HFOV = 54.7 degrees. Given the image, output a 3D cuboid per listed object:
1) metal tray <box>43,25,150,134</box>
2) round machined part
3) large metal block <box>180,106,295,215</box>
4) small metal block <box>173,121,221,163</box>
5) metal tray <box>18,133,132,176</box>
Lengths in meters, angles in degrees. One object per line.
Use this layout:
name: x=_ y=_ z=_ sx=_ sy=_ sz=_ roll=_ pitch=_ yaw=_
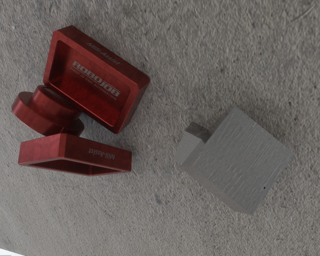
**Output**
metal tray: x=-0.088 y=-0.062 z=0.411 sx=0.130 sy=0.030 sz=0.089 roll=34 pitch=129 yaw=5
round machined part: x=-0.148 y=-0.025 z=0.432 sx=0.098 sy=0.098 sz=0.042 roll=35 pitch=99 yaw=5
large metal block: x=0.082 y=0.036 z=0.341 sx=0.080 sy=0.080 sz=0.050 roll=39 pitch=167 yaw=1
small metal block: x=0.051 y=0.027 z=0.397 sx=0.050 sy=0.025 sz=0.050 roll=28 pitch=128 yaw=10
metal tray: x=-0.113 y=0.042 z=0.434 sx=0.090 sy=0.131 sz=0.030 roll=-11 pitch=69 yaw=33
